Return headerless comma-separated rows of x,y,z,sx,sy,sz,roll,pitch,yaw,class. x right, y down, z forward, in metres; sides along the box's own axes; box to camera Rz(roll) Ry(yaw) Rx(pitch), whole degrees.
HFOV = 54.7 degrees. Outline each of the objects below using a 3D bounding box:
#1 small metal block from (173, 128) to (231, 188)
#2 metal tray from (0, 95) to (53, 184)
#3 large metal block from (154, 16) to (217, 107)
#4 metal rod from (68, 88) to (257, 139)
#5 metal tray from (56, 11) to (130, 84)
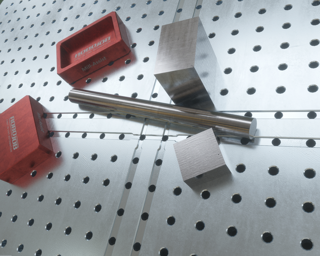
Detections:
0.048,0.035,0.361,0.050,0.025,0.050,-24,53,13,small metal block
-0.235,0.015,0.516,0.090,0.030,0.130,-34,52,5,metal tray
0.037,-0.081,0.403,0.050,0.080,0.080,-6,59,25,large metal block
-0.018,-0.026,0.432,0.300,0.025,0.025,12,68,32,metal rod
-0.123,-0.144,0.555,0.130,0.030,0.090,-25,53,12,metal tray
